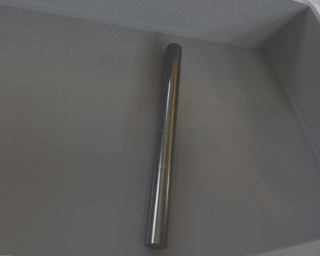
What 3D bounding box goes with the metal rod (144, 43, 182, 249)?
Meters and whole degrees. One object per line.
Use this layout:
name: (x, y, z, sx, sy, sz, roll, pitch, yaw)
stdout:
metal rod: (0.009, 0.000, 0.407, 0.025, 0.025, 0.300, 18, 55, -18)
